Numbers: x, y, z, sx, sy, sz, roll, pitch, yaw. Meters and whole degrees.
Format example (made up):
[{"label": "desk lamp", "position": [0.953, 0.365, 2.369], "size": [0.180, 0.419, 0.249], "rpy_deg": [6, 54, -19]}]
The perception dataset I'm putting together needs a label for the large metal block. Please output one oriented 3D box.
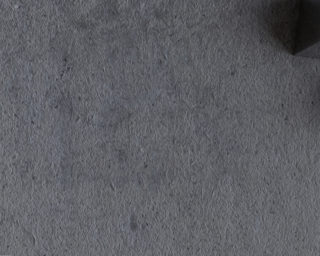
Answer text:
[{"label": "large metal block", "position": [0.212, -0.135, 0.384], "size": [0.050, 0.080, 0.080], "rpy_deg": [7, 90, 0]}]
